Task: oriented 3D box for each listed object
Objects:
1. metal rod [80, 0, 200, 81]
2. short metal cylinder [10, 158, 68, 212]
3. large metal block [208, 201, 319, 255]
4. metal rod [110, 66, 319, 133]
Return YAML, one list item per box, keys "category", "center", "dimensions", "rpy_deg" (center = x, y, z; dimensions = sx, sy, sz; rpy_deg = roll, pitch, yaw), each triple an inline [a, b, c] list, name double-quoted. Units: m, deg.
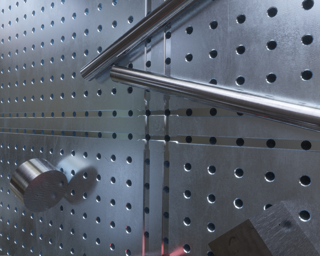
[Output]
- category: "metal rod"
  center: [-0.010, -0.140, 0.415]
  dimensions: [0.299, 0.025, 0.025]
  rpy_deg: [-26, 74, 36]
- category: "short metal cylinder"
  center: [-0.212, 0.100, 0.545]
  dimensions: [0.050, 0.081, 0.079]
  rpy_deg: [26, 106, 36]
- category: "large metal block"
  center: [0.104, 0.122, 0.287]
  dimensions: [0.050, 0.081, 0.080]
  rpy_deg: [-45, 63, 30]
- category: "metal rod"
  center: [0.048, -0.042, 0.368]
  dimensions: [0.300, 0.025, 0.025]
  rpy_deg: [19, 102, 38]
